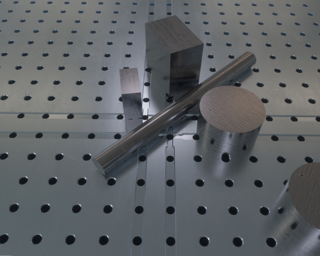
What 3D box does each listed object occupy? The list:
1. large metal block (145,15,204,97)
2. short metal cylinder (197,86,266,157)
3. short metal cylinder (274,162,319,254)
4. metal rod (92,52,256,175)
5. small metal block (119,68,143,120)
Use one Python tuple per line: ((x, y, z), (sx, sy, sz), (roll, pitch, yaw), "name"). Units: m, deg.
((0.019, -0.107, 0.462), (0.050, 0.080, 0.080), (-21, 53, -17), "large metal block")
((0.089, -0.009, 0.400), (0.081, 0.050, 0.080), (0, 50, 0), "short metal cylinder")
((0.168, 0.083, 0.323), (0.081, 0.050, 0.080), (0, 50, 0), "short metal cylinder")
((0.036, -0.033, 0.435), (0.302, 0.025, 0.025), (-36, 59, -27), "metal rod")
((-0.040, -0.048, 0.431), (0.025, 0.050, 0.050), (-6, 50, -5), "small metal block")
